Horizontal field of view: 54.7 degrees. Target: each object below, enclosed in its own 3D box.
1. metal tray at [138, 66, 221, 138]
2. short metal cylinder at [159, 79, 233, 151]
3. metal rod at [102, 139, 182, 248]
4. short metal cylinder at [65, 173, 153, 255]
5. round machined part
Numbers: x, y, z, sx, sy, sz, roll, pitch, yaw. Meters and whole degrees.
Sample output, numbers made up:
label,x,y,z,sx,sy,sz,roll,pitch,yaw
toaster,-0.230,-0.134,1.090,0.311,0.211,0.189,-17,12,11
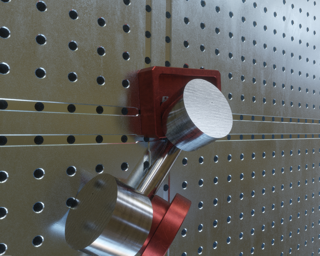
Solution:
label,x,y,z,sx,sy,sz,roll,pitch,yaw
metal tray,0.033,-0.037,0.433,0.131,0.030,0.089,-6,94,-40
short metal cylinder,0.046,-0.016,0.397,0.081,0.050,0.080,18,57,-30
metal rod,-0.053,0.132,0.365,0.025,0.025,0.301,49,61,-29
short metal cylinder,-0.054,0.095,0.328,0.050,0.080,0.080,38,67,-34
round machined part,-0.005,0.120,0.371,0.042,0.098,0.098,30,65,8
